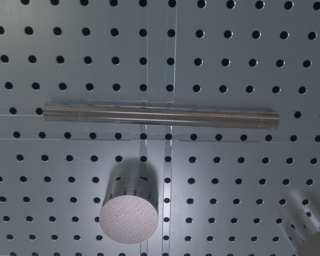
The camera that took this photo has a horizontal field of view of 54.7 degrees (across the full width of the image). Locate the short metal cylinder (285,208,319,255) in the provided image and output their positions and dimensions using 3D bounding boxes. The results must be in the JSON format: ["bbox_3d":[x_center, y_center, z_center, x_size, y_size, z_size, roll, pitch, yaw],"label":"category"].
[{"bbox_3d":[0.238,0.168,0.465,0.081,0.050,0.079,0,110,0],"label":"short metal cylinder"}]

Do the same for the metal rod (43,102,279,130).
[{"bbox_3d":[0.003,-0.016,0.407,0.302,0.025,0.025,2,110,-1],"label":"metal rod"}]

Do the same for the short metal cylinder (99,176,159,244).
[{"bbox_3d":[-0.042,0.117,0.443,0.081,0.050,0.079,0,110,-1],"label":"short metal cylinder"}]
